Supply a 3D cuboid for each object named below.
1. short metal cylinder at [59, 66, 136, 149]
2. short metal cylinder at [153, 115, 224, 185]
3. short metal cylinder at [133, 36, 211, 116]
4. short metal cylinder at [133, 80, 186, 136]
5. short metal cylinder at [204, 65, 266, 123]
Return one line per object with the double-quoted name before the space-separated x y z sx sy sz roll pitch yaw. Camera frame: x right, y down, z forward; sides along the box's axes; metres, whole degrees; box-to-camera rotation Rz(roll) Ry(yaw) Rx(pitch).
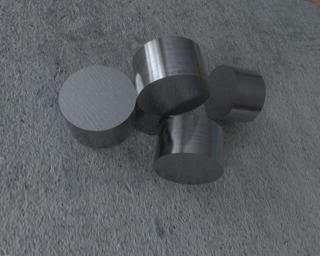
"short metal cylinder" -0.067 -0.023 0.349 0.081 0.050 0.080 2 65 -4
"short metal cylinder" 0.035 0.028 0.370 0.080 0.080 0.050 20 54 -17
"short metal cylinder" 0.012 -0.055 0.344 0.081 0.080 0.050 5 60 -26
"short metal cylinder" -0.004 -0.037 0.408 0.081 0.050 0.080 14 56 -21
"short metal cylinder" 0.107 -0.049 0.456 0.050 0.080 0.080 5 60 -26
